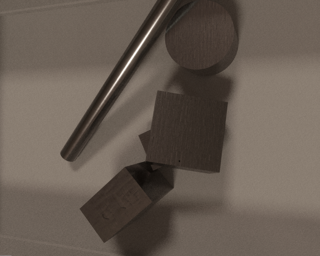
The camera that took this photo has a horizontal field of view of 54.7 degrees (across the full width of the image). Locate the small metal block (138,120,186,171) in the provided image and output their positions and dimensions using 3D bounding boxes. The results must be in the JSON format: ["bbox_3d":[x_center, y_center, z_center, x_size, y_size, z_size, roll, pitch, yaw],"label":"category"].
[{"bbox_3d":[0.007,0.022,0.407,0.050,0.025,0.050,-26,82,18],"label":"small metal block"}]

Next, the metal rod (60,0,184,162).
[{"bbox_3d":[-0.051,-0.066,0.396,0.025,0.025,0.298,45,115,14],"label":"metal rod"}]

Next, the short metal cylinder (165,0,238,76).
[{"bbox_3d":[0.052,-0.107,0.378,0.080,0.050,0.079,0,90,19],"label":"short metal cylinder"}]

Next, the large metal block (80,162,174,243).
[{"bbox_3d":[-0.039,0.089,0.394,0.080,0.080,0.050,-43,77,15],"label":"large metal block"}]

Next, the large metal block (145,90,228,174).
[{"bbox_3d":[0.029,0.007,0.364,0.081,0.050,0.080,9,79,-3],"label":"large metal block"}]
